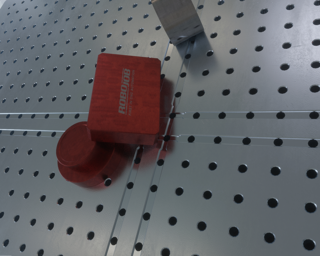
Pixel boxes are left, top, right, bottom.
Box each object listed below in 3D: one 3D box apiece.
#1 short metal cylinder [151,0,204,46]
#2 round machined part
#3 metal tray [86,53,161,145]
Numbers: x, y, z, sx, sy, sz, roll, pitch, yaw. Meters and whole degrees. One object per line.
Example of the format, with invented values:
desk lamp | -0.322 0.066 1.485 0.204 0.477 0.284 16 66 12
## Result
short metal cylinder | 0.026 -0.171 0.464 0.050 0.080 0.080 -25 53 13
round machined part | -0.105 0.029 0.434 0.098 0.042 0.098 -13 56 21
metal tray | -0.046 -0.043 0.428 0.091 0.030 0.130 4 59 -6
